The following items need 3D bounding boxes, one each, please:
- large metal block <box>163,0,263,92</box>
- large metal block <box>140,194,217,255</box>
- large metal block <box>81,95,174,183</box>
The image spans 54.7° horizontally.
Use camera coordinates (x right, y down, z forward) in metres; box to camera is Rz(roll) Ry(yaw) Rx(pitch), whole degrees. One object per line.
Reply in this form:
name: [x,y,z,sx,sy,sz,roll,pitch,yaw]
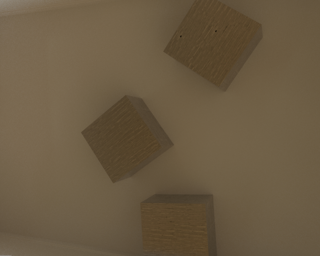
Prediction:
large metal block: [0.065,-0.101,0.374,0.080,0.050,0.080,36,101,16]
large metal block: [0.025,0.128,0.388,0.080,0.050,0.079,-4,89,19]
large metal block: [-0.042,0.014,0.411,0.080,0.050,0.080,-38,78,16]
